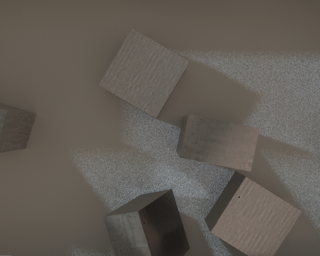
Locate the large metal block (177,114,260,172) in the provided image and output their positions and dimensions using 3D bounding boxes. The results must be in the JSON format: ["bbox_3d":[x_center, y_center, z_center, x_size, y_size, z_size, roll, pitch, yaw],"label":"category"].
[{"bbox_3d":[0.067,0.016,0.384,0.080,0.080,0.050,11,90,0],"label":"large metal block"}]

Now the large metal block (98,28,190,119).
[{"bbox_3d":[-0.019,-0.066,0.399,0.080,0.050,0.080,30,90,0],"label":"large metal block"}]

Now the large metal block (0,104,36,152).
[{"bbox_3d":[-0.214,-0.007,0.382,0.080,0.080,0.050,17,90,0],"label":"large metal block"}]

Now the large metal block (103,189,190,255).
[{"bbox_3d":[-0.013,0.128,0.376,0.050,0.080,0.080,-17,89,30],"label":"large metal block"}]

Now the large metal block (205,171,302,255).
[{"bbox_3d":[0.117,0.114,0.400,0.080,0.050,0.080,32,90,0],"label":"large metal block"}]
